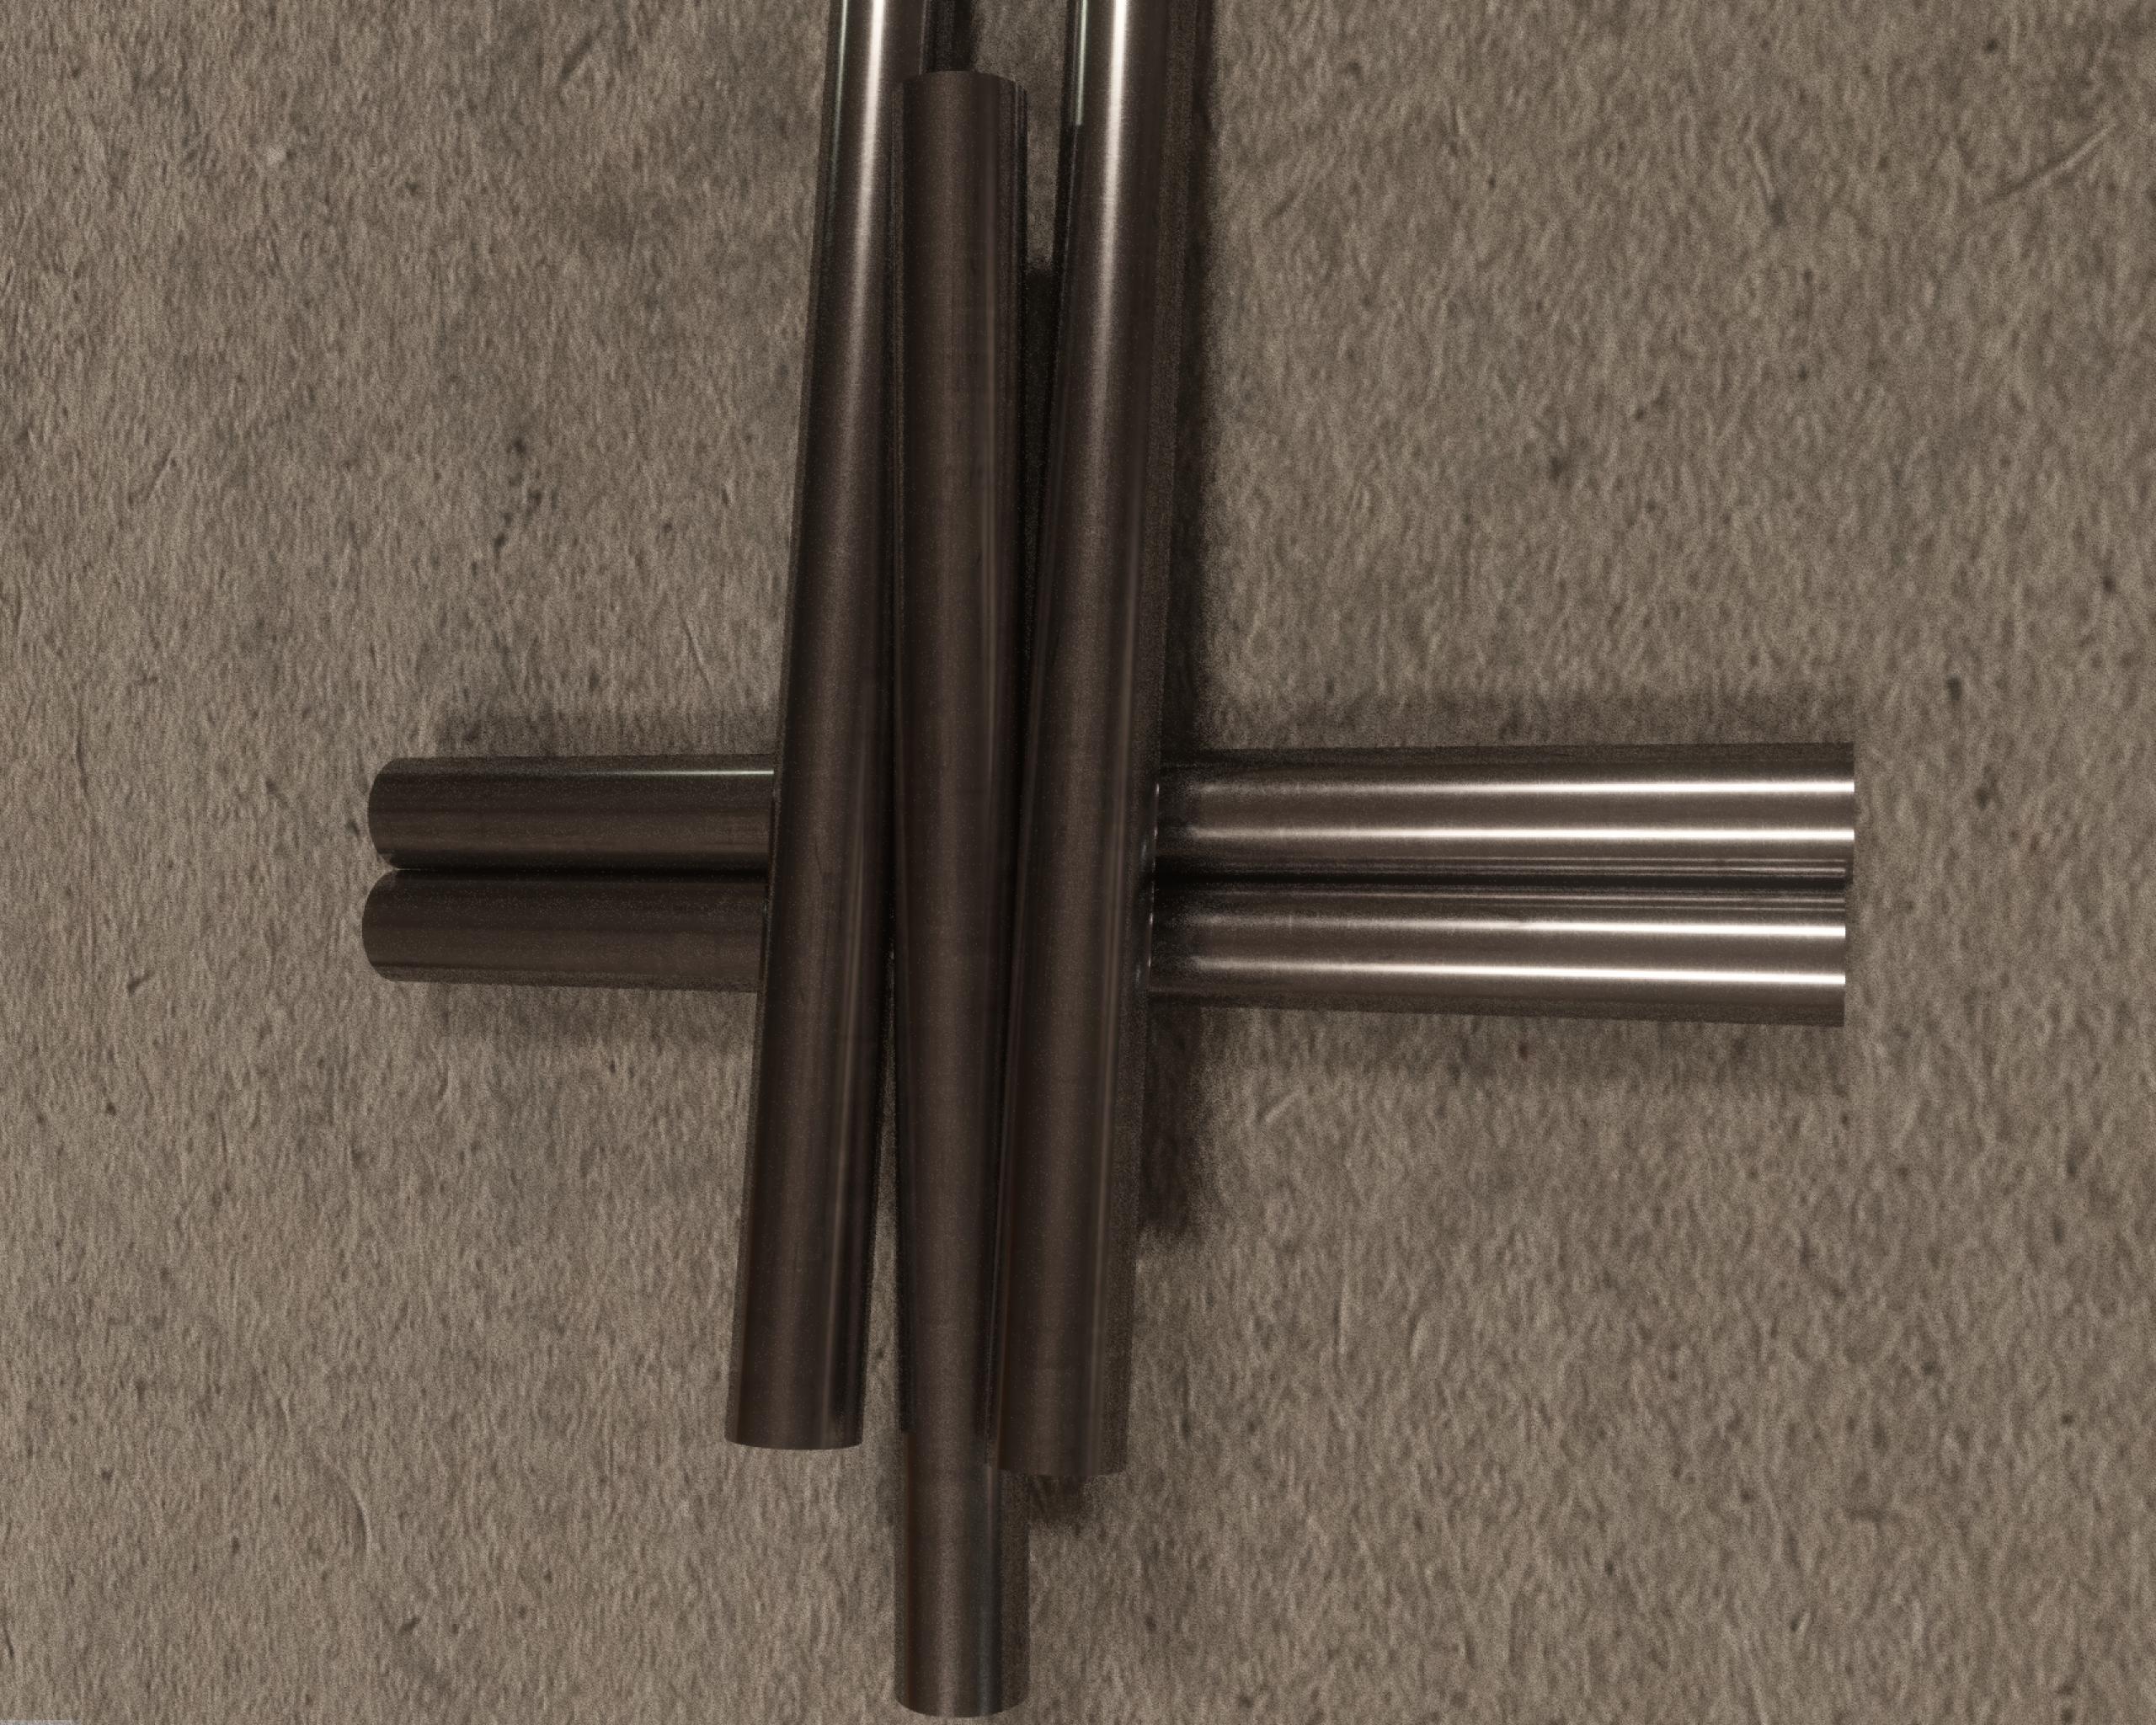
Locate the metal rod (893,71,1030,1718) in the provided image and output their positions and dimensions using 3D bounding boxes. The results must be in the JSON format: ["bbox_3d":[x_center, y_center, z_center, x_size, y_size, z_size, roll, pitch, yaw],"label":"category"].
[{"bbox_3d":[-0.022,0.005,0.390,0.025,0.025,0.298,0,90,19],"label":"metal rod"}]

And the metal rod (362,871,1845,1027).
[{"bbox_3d":[-0.008,0.015,0.413,0.301,0.025,0.025,0,90,19],"label":"metal rod"}]

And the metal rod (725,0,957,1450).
[{"bbox_3d":[-0.044,-0.042,0.402,0.025,0.025,0.298,0,82,19],"label":"metal rod"}]

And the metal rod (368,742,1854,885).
[{"bbox_3d":[-0.007,-0.010,0.413,0.301,0.025,0.025,0,90,19],"label":"metal rod"}]

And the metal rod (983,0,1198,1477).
[{"bbox_3d":[0.004,-0.042,0.385,0.025,0.025,0.298,0,82,19],"label":"metal rod"}]
